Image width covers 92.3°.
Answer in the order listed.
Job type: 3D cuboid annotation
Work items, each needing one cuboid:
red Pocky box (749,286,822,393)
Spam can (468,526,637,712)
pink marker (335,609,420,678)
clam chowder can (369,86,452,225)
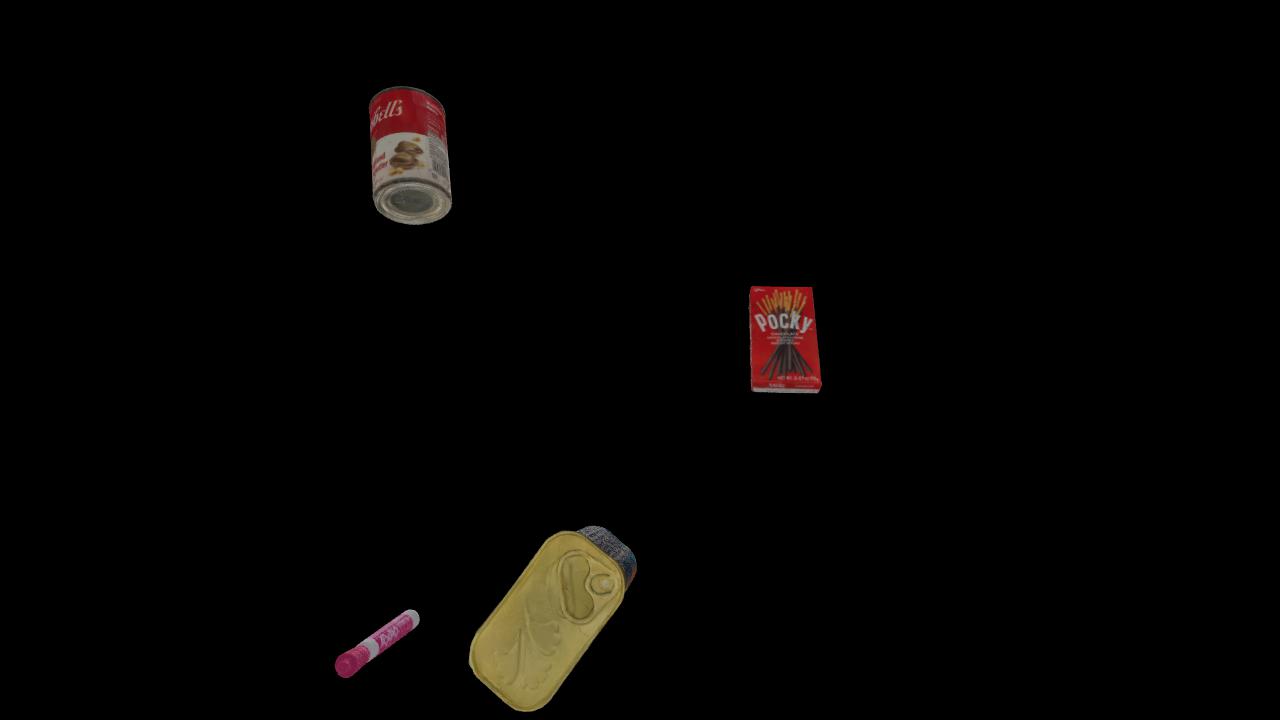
[{"bbox_3d":[0.181,-0.029,0.779,0.083,0.155,0.028,0,-35,8],"label":"red Pocky box"},{"bbox_3d":[-0.050,0.158,0.397,0.058,0.101,0.085,37,-5,11],"label":"Spam can"},{"bbox_3d":[-0.227,0.245,0.537,0.020,0.020,0.121,0,-6,4],"label":"pink marker"},{"bbox_3d":[-0.208,-0.184,0.559,0.068,0.102,0.068,-10,-18,-3],"label":"clam chowder can"}]
